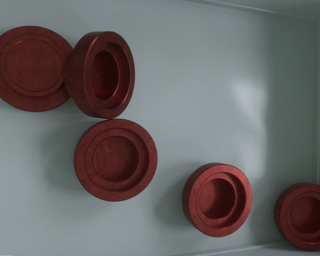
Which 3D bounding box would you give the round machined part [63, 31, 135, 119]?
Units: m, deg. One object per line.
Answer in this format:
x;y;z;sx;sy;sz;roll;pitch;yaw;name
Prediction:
-0.072;-0.061;0.357;0.098;0.042;0.097;7;90;-65;round machined part

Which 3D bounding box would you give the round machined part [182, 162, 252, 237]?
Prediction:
0.075;0.097;0.431;0.099;0.042;0.097;0;90;-21;round machined part

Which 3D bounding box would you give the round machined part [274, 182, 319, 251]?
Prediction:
0.223;0.132;0.477;0.099;0.042;0.097;0;88;-2;round machined part

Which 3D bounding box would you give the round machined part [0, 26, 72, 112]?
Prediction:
-0.141;-0.067;0.350;0.099;0.042;0.097;0;90;-21;round machined part

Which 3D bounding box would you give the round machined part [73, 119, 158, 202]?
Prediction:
-0.056;0.037;0.382;0.099;0.042;0.097;0;90;-21;round machined part
